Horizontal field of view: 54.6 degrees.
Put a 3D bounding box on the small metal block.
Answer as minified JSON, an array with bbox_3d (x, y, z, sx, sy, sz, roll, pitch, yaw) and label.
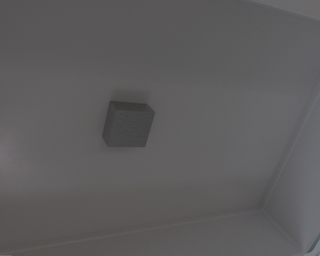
[{"bbox_3d":[-0.039,-0.004,0.384,0.050,0.025,0.050,3,117,-30],"label":"small metal block"}]
